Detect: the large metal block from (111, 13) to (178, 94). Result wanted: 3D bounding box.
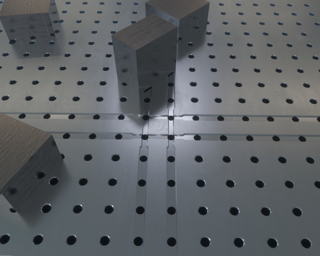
[{"bbox_3d":[-0.021,-0.111,0.466,0.050,0.080,0.080,38,59,27],"label":"large metal block"}]

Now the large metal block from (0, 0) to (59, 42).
[{"bbox_3d":[-0.234,-0.204,0.562,0.080,0.050,0.080,-6,50,-5],"label":"large metal block"}]

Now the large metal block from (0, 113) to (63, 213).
[{"bbox_3d":[-0.177,0.037,0.360,0.080,0.050,0.080,21,53,16],"label":"large metal block"}]

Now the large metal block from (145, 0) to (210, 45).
[{"bbox_3d":[0.031,-0.205,0.564,0.080,0.050,0.080,37,59,26],"label":"large metal block"}]
